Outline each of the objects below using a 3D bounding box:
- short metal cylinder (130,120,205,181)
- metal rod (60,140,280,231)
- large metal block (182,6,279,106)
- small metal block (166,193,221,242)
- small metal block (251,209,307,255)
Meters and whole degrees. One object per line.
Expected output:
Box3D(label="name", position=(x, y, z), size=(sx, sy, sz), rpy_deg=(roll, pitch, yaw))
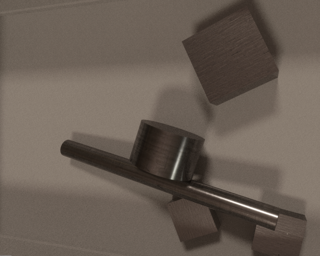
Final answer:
Box3D(label="short metal cylinder", position=(0.009, 0.026, 0.378), size=(0.080, 0.080, 0.050), rpy_deg=(19, 97, 18))
Box3D(label="metal rod", position=(-0.007, 0.063, 0.393), size=(0.301, 0.025, 0.025), rpy_deg=(15, 95, 26))
Box3D(label="large metal block", position=(0.084, -0.081, 0.367), size=(0.080, 0.050, 0.080), rpy_deg=(-25, 82, 18))
Box3D(label="small metal block", position=(0.043, 0.111, 0.395), size=(0.050, 0.025, 0.050), rpy_deg=(-23, 83, 18))
Box3D(label="small metal block", position=(0.138, 0.122, 0.362), size=(0.050, 0.025, 0.050), rpy_deg=(12, 94, 19))
